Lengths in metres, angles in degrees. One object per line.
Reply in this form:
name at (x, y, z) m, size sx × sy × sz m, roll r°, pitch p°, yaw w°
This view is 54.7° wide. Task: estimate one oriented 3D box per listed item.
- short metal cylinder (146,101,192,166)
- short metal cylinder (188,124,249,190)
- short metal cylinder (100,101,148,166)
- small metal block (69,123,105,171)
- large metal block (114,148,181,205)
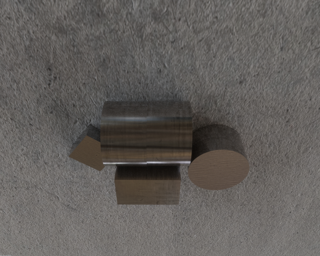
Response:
short metal cylinder at (0.010, 0.006, 0.379) m, size 0.050 × 0.080 × 0.079 m, roll 1°, pitch 130°, yaw -1°
short metal cylinder at (0.077, 0.041, 0.427) m, size 0.081 × 0.050 × 0.079 m, roll 0°, pitch 130°, yaw 0°
short metal cylinder at (-0.040, 0.007, 0.379) m, size 0.050 × 0.080 × 0.079 m, roll 1°, pitch 130°, yaw -1°
small metal block at (-0.090, 0.028, 0.432) m, size 0.050 × 0.025 × 0.050 m, roll 30°, pitch 124°, yaw -24°
large metal block at (-0.015, 0.056, 0.421) m, size 0.081 × 0.080 × 0.050 m, roll 1°, pitch 130°, yaw -1°
